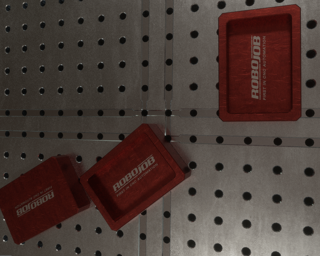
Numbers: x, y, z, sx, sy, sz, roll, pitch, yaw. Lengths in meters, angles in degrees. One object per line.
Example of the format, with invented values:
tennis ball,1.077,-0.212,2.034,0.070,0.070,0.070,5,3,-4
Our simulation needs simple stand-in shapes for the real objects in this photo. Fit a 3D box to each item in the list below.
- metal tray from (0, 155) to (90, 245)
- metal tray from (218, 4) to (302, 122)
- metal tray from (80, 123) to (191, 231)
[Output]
metal tray,-0.181,0.109,0.472,0.130,0.030,0.090,-30,80,17
metal tray,0.117,-0.072,0.368,0.090,0.030,0.129,0,90,19
metal tray,-0.036,0.066,0.421,0.130,0.030,0.090,-40,78,15
